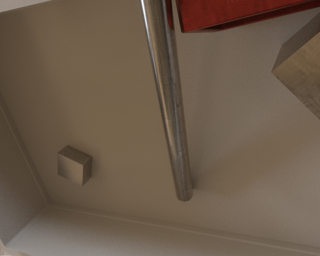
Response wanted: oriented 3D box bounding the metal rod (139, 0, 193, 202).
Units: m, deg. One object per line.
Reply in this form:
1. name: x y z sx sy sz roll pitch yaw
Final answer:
1. metal rod: 0.015 -0.004 0.341 0.025 0.025 0.298 12 141 21

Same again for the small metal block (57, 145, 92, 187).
1. small metal block: -0.144 0.064 0.521 0.050 0.025 0.050 22 127 14

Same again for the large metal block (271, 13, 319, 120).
1. large metal block: 0.148 -0.050 0.264 0.080 0.080 0.050 44 129 -2

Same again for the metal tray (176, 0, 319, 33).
1. metal tray: 0.090 -0.107 0.250 0.130 0.091 0.030 -5 103 30
